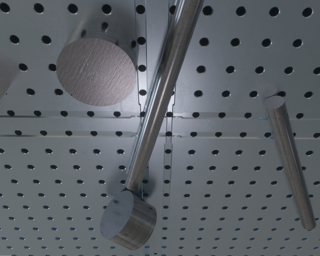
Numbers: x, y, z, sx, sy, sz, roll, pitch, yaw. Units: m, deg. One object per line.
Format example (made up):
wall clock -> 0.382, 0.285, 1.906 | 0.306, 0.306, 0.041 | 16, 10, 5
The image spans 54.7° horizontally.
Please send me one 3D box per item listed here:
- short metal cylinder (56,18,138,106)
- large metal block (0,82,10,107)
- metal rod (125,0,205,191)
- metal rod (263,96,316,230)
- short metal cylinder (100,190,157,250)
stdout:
short metal cylinder -> -0.065, -0.070, 0.335 | 0.081, 0.050, 0.079 | 0, 130, 0
large metal block -> -0.241, -0.028, 0.369 | 0.080, 0.050, 0.080 | 28, 125, -22
metal rod -> -0.005, -0.022, 0.392 | 0.025, 0.025, 0.298 | 11, 129, -10
metal rod -> 0.206, 0.071, 0.473 | 0.025, 0.025, 0.299 | -20, 128, 16
short metal cylinder -> -0.051, 0.149, 0.502 | 0.080, 0.080, 0.050 | -36, 121, 26
